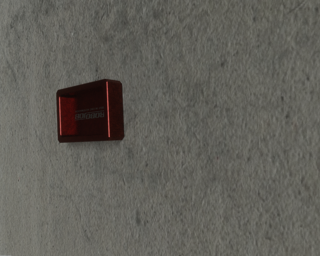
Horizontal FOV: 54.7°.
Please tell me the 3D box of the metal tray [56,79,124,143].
[{"bbox_3d":[-0.114,-0.023,0.493,0.130,0.030,0.089,-4,87,39],"label":"metal tray"}]
